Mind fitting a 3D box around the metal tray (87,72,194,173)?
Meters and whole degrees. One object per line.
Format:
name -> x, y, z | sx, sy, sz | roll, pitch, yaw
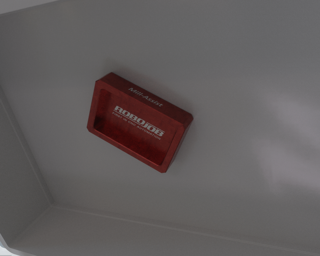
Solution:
metal tray -> -0.031, -0.006, 0.418 | 0.130, 0.030, 0.089 | 29, 128, 10
